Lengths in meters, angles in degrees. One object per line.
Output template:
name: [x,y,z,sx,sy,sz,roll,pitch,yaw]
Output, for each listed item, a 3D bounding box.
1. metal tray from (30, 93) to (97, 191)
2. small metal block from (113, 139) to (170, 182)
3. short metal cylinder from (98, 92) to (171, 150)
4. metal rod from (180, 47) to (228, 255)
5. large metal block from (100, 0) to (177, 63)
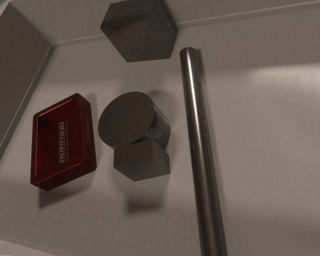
metal tray: [-0.147,0.018,0.465,0.090,0.030,0.130,-24,53,13]
small metal block: [-0.021,0.041,0.375,0.050,0.050,0.025,-15,56,19]
short metal cylinder: [-0.033,-0.001,0.406,0.080,0.050,0.080,-13,56,20]
metal rod: [0.047,0.018,0.368,0.025,0.025,0.299,-16,55,19]
large metal block: [-0.030,-0.149,0.476,0.080,0.080,0.050,1,63,28]
